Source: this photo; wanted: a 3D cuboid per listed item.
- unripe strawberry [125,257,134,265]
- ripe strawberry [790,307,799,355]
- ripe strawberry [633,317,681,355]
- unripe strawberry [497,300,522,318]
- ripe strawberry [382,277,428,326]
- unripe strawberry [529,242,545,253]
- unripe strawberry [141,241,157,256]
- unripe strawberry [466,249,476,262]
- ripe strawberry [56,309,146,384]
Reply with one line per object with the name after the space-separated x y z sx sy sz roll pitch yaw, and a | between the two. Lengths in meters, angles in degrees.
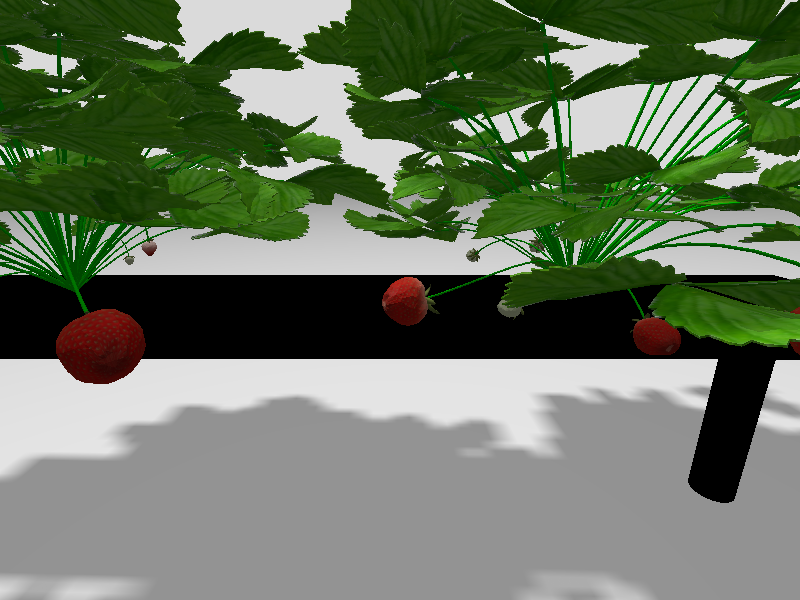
-0.312 -0.045 0.462 0.009 0.010 0.010 -3 17 -9 | unripe strawberry
0.234 0.018 0.216 0.038 0.033 0.038 -9 19 -27 | ripe strawberry
0.146 0.022 0.227 0.024 0.021 0.024 1 23 4 | ripe strawberry
0.079 0.006 0.290 0.016 0.016 0.017 -16 23 -41 | unripe strawberry
0.003 0.001 0.275 0.032 0.033 0.029 -10 19 -28 | ripe strawberry
0.188 -0.074 0.549 0.021 0.018 0.021 3 -15 9 | unripe strawberry
-0.337 -0.069 0.538 0.018 0.019 0.019 -4 17 -12 | unripe strawberry
0.088 -0.054 0.494 0.015 0.015 0.016 -8 0 -25 | unripe strawberry
-0.145 0.024 0.196 0.036 0.038 0.039 -14 22 -39 | ripe strawberry
